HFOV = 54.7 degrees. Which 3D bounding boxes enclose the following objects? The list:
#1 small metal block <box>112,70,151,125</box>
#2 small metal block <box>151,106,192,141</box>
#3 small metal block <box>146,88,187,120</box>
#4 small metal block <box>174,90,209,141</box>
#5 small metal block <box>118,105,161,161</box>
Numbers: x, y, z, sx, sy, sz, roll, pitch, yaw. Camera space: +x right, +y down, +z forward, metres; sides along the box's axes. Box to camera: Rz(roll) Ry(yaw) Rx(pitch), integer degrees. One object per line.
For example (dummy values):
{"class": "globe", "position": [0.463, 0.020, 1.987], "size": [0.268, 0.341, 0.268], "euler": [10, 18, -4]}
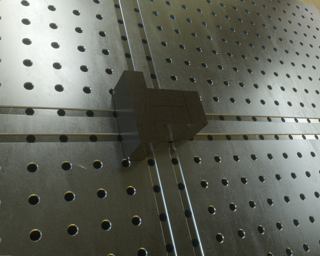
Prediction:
{"class": "small metal block", "position": [-0.038, -0.038, 0.395], "size": [0.025, 0.050, 0.050], "euler": [0, 62, -29]}
{"class": "small metal block", "position": [0.004, -0.005, 0.398], "size": [0.050, 0.050, 0.025], "euler": [0, 62, -29]}
{"class": "small metal block", "position": [-0.002, -0.027, 0.408], "size": [0.050, 0.050, 0.025], "euler": [0, 62, -29]}
{"class": "small metal block", "position": [0.035, -0.016, 0.421], "size": [0.025, 0.050, 0.050], "euler": [0, 62, -29]}
{"class": "small metal block", "position": [-0.026, 0.006, 0.375], "size": [0.025, 0.050, 0.050], "euler": [0, 62, -29]}
